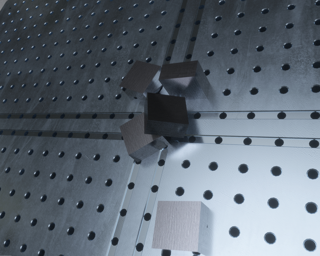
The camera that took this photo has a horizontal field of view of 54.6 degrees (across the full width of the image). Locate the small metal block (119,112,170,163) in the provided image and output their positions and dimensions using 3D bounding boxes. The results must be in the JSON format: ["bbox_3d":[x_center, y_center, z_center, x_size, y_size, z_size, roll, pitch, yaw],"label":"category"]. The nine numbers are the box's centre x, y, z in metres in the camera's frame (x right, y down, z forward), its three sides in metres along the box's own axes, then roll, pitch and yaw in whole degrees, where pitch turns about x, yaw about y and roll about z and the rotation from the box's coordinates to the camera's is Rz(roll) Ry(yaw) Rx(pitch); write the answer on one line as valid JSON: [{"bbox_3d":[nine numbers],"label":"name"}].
[{"bbox_3d":[-0.021,0.010,0.414,0.050,0.025,0.050,-30,52,9],"label":"small metal block"}]

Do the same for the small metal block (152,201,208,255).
[{"bbox_3d":[0.022,0.106,0.332,0.050,0.025,0.050,-6,59,25],"label":"small metal block"}]

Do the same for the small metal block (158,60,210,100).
[{"bbox_3d":[0.033,-0.062,0.413,0.050,0.050,0.025,-1,61,28],"label":"small metal block"}]

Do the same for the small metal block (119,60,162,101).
[{"bbox_3d":[-0.025,-0.070,0.466,0.050,0.025,0.050,22,73,36],"label":"small metal block"}]

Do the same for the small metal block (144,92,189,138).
[{"bbox_3d":[0.007,-0.017,0.395,0.050,0.025,0.050,7,46,-10],"label":"small metal block"}]
